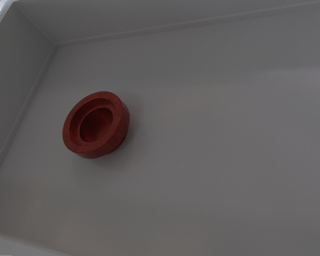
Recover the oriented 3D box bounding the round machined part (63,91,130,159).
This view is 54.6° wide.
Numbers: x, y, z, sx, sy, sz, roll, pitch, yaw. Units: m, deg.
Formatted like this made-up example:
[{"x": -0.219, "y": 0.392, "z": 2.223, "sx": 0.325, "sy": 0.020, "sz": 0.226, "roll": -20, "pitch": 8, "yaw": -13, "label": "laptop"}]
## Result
[{"x": -0.085, "y": -0.001, "z": 0.441, "sx": 0.098, "sy": 0.042, "sz": 0.098, "roll": -13, "pitch": 56, "yaw": 21, "label": "round machined part"}]
